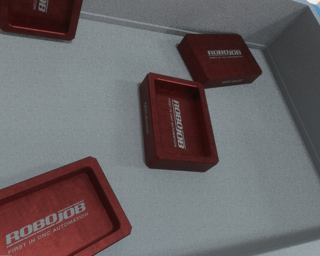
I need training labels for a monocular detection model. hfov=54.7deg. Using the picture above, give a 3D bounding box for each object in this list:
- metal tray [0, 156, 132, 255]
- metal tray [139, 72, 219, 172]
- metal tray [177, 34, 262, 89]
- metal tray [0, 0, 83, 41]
[{"bbox_3d":[-0.103,0.091,0.291,0.131,0.030,0.090,-20,73,-36],"label":"metal tray"},{"bbox_3d":[0.023,-0.008,0.419,0.091,0.030,0.130,8,58,-24],"label":"metal tray"},{"bbox_3d":[0.104,-0.117,0.529,0.131,0.030,0.090,-11,67,-33],"label":"metal tray"},{"bbox_3d":[-0.138,-0.171,0.366,0.091,0.129,0.030,1,50,-28],"label":"metal tray"}]
